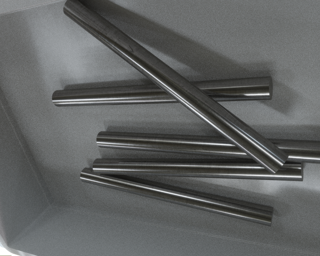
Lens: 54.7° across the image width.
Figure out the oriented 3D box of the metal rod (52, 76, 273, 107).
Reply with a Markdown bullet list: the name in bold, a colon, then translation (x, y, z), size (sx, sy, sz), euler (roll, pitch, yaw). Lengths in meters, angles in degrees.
- **metal rod**: translation (-0.018, -0.043, 0.391), size (0.300, 0.025, 0.025), euler (1, 119, 28)

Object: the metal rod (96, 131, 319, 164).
- **metal rod**: translation (0.047, 0.022, 0.397), size (0.300, 0.025, 0.025), euler (2, 119, 27)

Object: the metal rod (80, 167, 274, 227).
- **metal rod**: translation (0.010, 0.097, 0.463), size (0.301, 0.025, 0.025), euler (8, 122, 24)

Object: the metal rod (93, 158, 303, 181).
- **metal rod**: translation (0.031, 0.055, 0.425), size (0.300, 0.025, 0.025), euler (-3, 117, 29)

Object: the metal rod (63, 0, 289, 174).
- **metal rod**: translation (0.007, -0.055, 0.343), size (0.300, 0.025, 0.025), euler (39, 130, 12)
